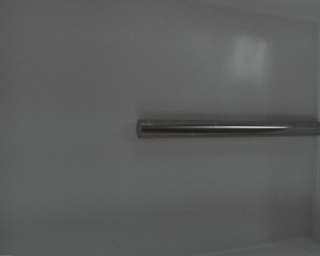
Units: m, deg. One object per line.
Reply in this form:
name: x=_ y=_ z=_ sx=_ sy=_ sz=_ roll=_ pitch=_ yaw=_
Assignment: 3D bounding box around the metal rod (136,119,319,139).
metal rod: x=0.114 y=0.001 z=0.454 sx=0.303 sy=0.025 sz=0.025 roll=0 pitch=90 yaw=-21
